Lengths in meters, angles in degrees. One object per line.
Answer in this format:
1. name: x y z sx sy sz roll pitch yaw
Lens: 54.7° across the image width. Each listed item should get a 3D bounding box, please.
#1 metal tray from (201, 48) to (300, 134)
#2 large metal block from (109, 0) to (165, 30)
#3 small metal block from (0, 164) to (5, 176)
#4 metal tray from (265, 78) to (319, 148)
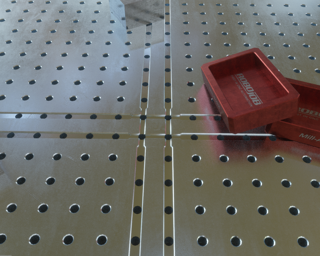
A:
1. metal tray: 0.118 -0.056 0.427 0.090 0.030 0.130 -18 43 2
2. large metal block: -0.046 -0.239 0.592 0.081 0.050 0.080 -22 54 -18
3. small metal block: -0.223 0.043 0.368 0.050 0.025 0.050 -30 56 -23
4. metal tray: 0.219 -0.017 0.421 0.130 0.030 0.090 16 52 13
